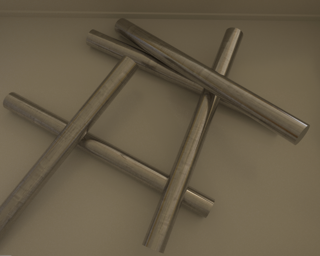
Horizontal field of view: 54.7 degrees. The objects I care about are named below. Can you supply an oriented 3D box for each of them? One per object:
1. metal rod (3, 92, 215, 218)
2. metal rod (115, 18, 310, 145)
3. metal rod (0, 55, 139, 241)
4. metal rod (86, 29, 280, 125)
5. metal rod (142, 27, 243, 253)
[{"bbox_3d":[-0.072,0.030,0.397,0.301,0.025,0.025,27,72,9],"label":"metal rod"},{"bbox_3d":[0.043,-0.073,0.390,0.025,0.025,0.300,-43,58,-14],"label":"metal rod"},{"bbox_3d":[-0.127,0.034,0.374,0.025,0.025,0.300,36,82,12],"label":"metal rod"},{"bbox_3d":[0.033,-0.070,0.435,0.301,0.025,0.025,25,72,9],"label":"metal rod"},{"bbox_3d":[0.048,0.000,0.382,0.025,0.025,0.300,21,71,7],"label":"metal rod"}]
